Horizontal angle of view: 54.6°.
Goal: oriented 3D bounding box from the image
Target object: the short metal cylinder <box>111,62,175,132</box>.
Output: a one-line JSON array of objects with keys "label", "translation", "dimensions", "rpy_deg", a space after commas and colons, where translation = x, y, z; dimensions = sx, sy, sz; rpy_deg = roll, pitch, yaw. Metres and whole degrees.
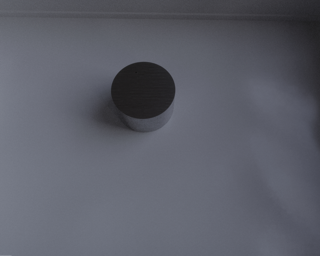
[{"label": "short metal cylinder", "translation": [-0.021, -0.040, 0.411], "dimensions": [0.080, 0.050, 0.080], "rpy_deg": [0, 70, 0]}]
